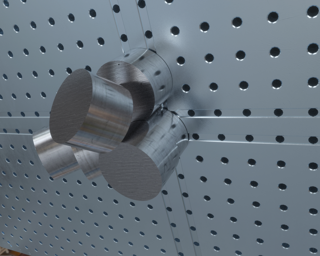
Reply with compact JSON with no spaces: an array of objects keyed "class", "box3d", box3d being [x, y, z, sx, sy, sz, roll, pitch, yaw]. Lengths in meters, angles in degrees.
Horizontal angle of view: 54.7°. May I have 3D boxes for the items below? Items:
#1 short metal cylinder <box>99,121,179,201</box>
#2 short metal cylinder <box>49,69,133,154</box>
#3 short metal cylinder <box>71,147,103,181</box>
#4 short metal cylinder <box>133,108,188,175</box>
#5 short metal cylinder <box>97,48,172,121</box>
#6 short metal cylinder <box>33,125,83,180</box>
[{"class":"short metal cylinder","box3d":[-0.024,0.038,0.364,0.080,0.050,0.079,13,124,21]},{"class":"short metal cylinder","box3d":[-0.074,-0.017,0.331,0.080,0.080,0.050,-26,147,37]},{"class":"short metal cylinder","box3d":[-0.088,0.026,0.429,0.050,0.080,0.080,-24,111,-7]},{"class":"short metal cylinder","box3d":[-0.009,0.019,0.411,0.080,0.050,0.079,13,124,21]},{"class":"short metal cylinder","box3d":[-0.032,-0.052,0.379,0.080,0.050,0.079,13,124,21]},{"class":"short metal cylinder","box3d":[-0.147,0.030,0.463,0.050,0.080,0.080,-24,111,-8]}]
